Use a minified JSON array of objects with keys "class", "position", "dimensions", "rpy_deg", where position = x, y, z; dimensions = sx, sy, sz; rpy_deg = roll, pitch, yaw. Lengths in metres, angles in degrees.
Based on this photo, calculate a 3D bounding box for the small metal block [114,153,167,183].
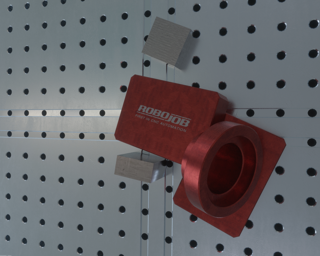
[{"class":"small metal block","position":[-0.024,0.051,0.408],"dimensions":[0.050,0.050,0.025],"rpy_deg":[10,94,19]}]

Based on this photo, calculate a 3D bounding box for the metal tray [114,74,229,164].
[{"class":"metal tray","position":[0.010,-0.011,0.387],"dimensions":[0.130,0.030,0.090],"rpy_deg":[18,92,33]}]

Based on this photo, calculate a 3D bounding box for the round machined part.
[{"class":"round machined part","position":[0.061,0.040,0.327],"dimensions":[0.042,0.099,0.097],"rpy_deg":[19,98,50]}]

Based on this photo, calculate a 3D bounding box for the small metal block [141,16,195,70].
[{"class":"small metal block","position":[0.011,-0.112,0.409],"dimensions":[0.050,0.025,0.050],"rpy_deg":[26,99,18]}]

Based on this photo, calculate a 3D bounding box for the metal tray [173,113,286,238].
[{"class":"metal tray","position":[0.083,0.054,0.380],"dimensions":[0.090,0.030,0.129],"rpy_deg":[27,99,18]}]
